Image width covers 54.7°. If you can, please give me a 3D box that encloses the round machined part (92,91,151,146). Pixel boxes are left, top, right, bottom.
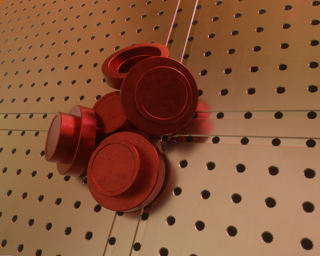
[{"bbox_3d":[-0.059,-0.013,0.433,0.098,0.042,0.098,-13,56,20],"label":"round machined part"}]

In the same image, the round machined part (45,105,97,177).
[{"bbox_3d":[-0.125,0.015,0.421,0.098,0.042,0.098,-29,54,50],"label":"round machined part"}]

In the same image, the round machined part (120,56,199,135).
[{"bbox_3d":[0.001,-0.040,0.382,0.098,0.098,0.042,-47,10,-5],"label":"round machined part"}]

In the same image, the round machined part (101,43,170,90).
[{"bbox_3d":[-0.031,-0.082,0.447,0.098,0.042,0.098,-10,38,8],"label":"round machined part"}]

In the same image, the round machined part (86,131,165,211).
[{"bbox_3d":[-0.047,0.050,0.374,0.098,0.042,0.098,-6,71,20],"label":"round machined part"}]
